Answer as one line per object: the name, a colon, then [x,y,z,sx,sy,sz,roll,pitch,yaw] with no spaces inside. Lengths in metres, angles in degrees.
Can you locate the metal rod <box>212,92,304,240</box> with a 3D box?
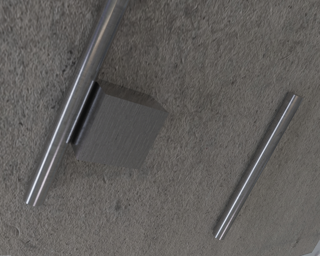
metal rod: [0.165,0.077,0.544,0.025,0.025,0.298,8,114,-32]

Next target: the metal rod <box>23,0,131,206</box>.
metal rod: [-0.087,-0.040,0.334,0.025,0.025,0.298,16,110,-35]

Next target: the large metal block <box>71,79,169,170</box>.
large metal block: [-0.050,-0.003,0.362,0.081,0.050,0.080,15,111,-35]
